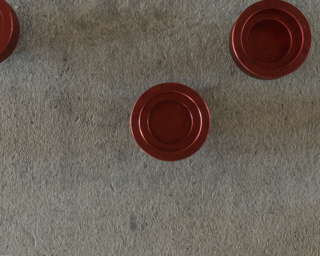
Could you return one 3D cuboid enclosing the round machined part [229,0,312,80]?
[{"bbox_3d":[0.138,-0.110,0.402,0.099,0.042,0.097,0,90,0],"label":"round machined part"}]

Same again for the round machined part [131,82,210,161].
[{"bbox_3d":[0.013,-0.008,0.401,0.099,0.042,0.097,0,90,0],"label":"round machined part"}]

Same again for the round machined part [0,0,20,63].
[{"bbox_3d":[-0.230,-0.126,0.399,0.099,0.042,0.097,0,90,0],"label":"round machined part"}]
